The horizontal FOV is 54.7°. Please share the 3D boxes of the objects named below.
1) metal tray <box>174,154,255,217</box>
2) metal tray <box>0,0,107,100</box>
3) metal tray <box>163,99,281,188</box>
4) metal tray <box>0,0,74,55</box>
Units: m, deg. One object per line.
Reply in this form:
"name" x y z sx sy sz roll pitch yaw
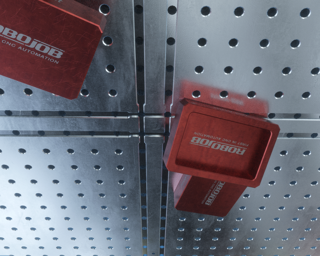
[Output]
"metal tray" 0.083 0.085 0.482 0.091 0.030 0.129 12 129 -11
"metal tray" -0.128 -0.088 0.291 0.131 0.030 0.089 20 127 -17
"metal tray" 0.079 0.021 0.403 0.131 0.030 0.089 13 103 -11
"metal tray" -0.158 -0.119 0.304 0.131 0.030 0.089 0 130 -1
